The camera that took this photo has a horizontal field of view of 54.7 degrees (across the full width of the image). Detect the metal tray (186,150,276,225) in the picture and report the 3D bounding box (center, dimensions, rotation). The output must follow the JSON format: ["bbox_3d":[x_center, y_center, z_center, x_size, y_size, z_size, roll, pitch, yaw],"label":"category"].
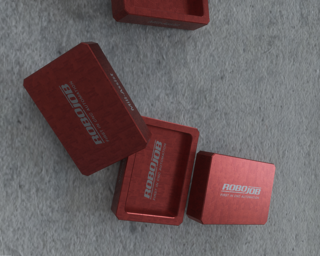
[{"bbox_3d":[0.102,0.085,0.430,0.131,0.030,0.090,12,86,-34],"label":"metal tray"}]

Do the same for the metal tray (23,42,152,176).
[{"bbox_3d":[-0.080,-0.020,0.353,0.090,0.030,0.130,-27,101,16],"label":"metal tray"}]

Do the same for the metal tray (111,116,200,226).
[{"bbox_3d":[-0.005,0.055,0.405,0.091,0.030,0.129,13,86,-20],"label":"metal tray"}]

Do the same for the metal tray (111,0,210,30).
[{"bbox_3d":[0.002,-0.177,0.390,0.131,0.030,0.089,-7,93,-35],"label":"metal tray"}]
